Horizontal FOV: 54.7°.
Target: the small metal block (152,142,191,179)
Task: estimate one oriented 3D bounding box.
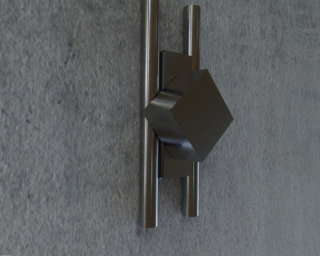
[{"bbox_3d":[0.016,0.041,0.420,0.050,0.025,0.050,1,90,-40],"label":"small metal block"}]

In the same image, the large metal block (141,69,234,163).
[{"bbox_3d":[0.037,-0.015,0.388,0.080,0.050,0.080,-49,119,-29],"label":"large metal block"}]

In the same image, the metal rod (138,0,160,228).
[{"bbox_3d":[-0.013,-0.025,0.397,0.025,0.025,0.298,1,90,-40],"label":"metal rod"}]

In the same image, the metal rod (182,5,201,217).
[{"bbox_3d":[0.045,-0.024,0.447,0.025,0.025,0.298,1,90,-40],"label":"metal rod"}]

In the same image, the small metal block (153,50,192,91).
[{"bbox_3d":[0.017,-0.075,0.421,0.050,0.025,0.050,1,90,-40],"label":"small metal block"}]
